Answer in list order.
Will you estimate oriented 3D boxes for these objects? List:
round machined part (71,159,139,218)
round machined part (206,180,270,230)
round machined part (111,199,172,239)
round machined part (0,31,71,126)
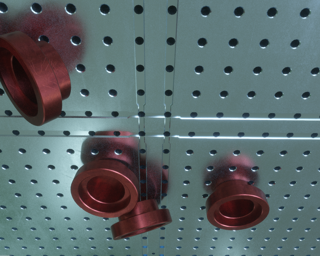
[{"bbox_3d":[-0.079,0.086,0.466,0.099,0.042,0.097,2,122,3],"label":"round machined part"},{"bbox_3d":[0.124,0.123,0.507,0.099,0.042,0.097,-1,130,0],"label":"round machined part"},{"bbox_3d":[-0.033,0.147,0.507,0.099,0.042,0.098,-16,159,-6],"label":"round machined part"},{"bbox_3d":[-0.133,-0.054,0.330,0.098,0.042,0.097,28,135,33],"label":"round machined part"}]
